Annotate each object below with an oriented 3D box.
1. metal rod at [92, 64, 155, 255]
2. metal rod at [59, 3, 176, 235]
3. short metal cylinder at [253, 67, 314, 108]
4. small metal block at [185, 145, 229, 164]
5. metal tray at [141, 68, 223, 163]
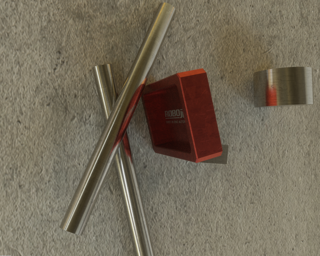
[{"bbox_3d":[-0.040,0.069,0.395,0.025,0.025,0.298,-14,95,-20],"label":"metal rod"},{"bbox_3d":[-0.042,-0.025,0.368,0.025,0.025,0.299,27,71,-18],"label":"metal rod"},{"bbox_3d":[0.177,-0.057,0.447,0.081,0.080,0.050,-3,91,-20],"label":"short metal cylinder"},{"bbox_3d":[0.056,0.032,0.418,0.050,0.050,0.025,6,88,-20],"label":"small metal block"},{"bbox_3d":[0.018,-0.013,0.361,0.030,0.130,0.089,-14,95,-20],"label":"metal tray"}]
